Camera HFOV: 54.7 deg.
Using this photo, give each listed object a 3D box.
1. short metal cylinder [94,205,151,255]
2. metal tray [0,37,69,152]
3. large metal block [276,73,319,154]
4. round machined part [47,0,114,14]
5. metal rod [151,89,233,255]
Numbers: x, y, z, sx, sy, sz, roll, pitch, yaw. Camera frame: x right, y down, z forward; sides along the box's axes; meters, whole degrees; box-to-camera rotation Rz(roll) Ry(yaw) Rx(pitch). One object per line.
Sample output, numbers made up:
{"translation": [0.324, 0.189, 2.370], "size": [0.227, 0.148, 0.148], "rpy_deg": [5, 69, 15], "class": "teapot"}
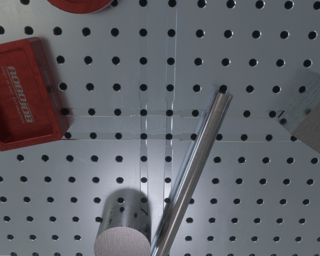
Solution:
{"translation": [-0.053, 0.163, 0.460], "size": [0.081, 0.050, 0.079], "rpy_deg": [0, 110, 0], "class": "short metal cylinder"}
{"translation": [-0.181, -0.041, 0.393], "size": [0.090, 0.030, 0.129], "rpy_deg": [-11, 110, 4], "class": "metal tray"}
{"translation": [0.216, -0.011, 0.398], "size": [0.080, 0.050, 0.080], "rpy_deg": [32, 107, -11], "class": "large metal block"}
{"translation": [-0.087, -0.177, 0.338], "size": [0.099, 0.042, 0.097], "rpy_deg": [0, 110, 0], "class": "round machined part"}
{"translation": [0.037, 0.088, 0.446], "size": [0.025, 0.025, 0.298], "rpy_deg": [17, 109, -6], "class": "metal rod"}
